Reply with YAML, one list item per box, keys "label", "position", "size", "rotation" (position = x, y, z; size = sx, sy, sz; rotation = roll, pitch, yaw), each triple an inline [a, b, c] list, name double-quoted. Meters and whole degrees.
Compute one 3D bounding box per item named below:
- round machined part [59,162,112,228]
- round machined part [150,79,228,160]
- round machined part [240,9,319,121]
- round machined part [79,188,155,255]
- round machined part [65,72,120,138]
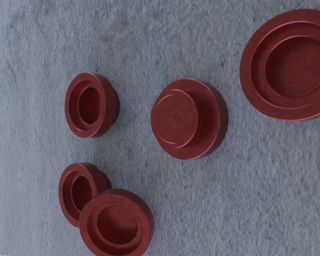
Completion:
- label: "round machined part"
  position: [-0.113, 0.102, 0.484]
  size: [0.098, 0.042, 0.097]
  rotation: [0, 90, 39]
- label: "round machined part"
  position: [0.027, -0.010, 0.370]
  size: [0.098, 0.042, 0.097]
  rotation: [0, 90, 39]
- label: "round machined part"
  position: [0.129, -0.055, 0.287]
  size: [0.098, 0.042, 0.097]
  rotation: [0, 90, 39]
- label: "round machined part"
  position: [-0.055, 0.128, 0.420]
  size: [0.098, 0.042, 0.097]
  rotation: [2, 101, 11]
- label: "round machined part"
  position: [-0.099, -0.034, 0.473]
  size: [0.098, 0.042, 0.097]
  rotation: [0, 90, 39]
